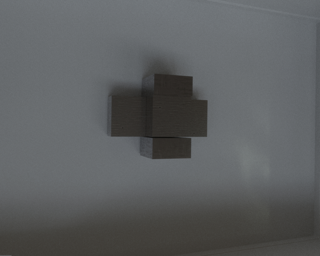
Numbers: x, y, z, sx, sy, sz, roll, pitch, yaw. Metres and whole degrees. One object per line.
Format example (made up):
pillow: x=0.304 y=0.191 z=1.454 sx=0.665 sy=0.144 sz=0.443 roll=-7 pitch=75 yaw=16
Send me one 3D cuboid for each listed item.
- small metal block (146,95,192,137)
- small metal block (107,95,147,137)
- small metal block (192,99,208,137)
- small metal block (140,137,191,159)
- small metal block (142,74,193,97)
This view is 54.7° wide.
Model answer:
small metal block: x=0.011 y=-0.014 z=0.385 sx=0.050 sy=0.025 sz=0.050 roll=1 pitch=90 yaw=-20
small metal block: x=-0.039 y=-0.014 z=0.394 sx=0.050 sy=0.025 sz=0.050 roll=1 pitch=90 yaw=-20
small metal block: x=0.036 y=-0.013 z=0.422 sx=0.050 sy=0.025 sz=0.050 roll=1 pitch=90 yaw=-20
small metal block: x=0.006 y=0.024 z=0.396 sx=0.050 sy=0.050 sz=0.025 roll=1 pitch=90 yaw=-20
small metal block: x=0.008 y=-0.052 z=0.398 sx=0.050 sy=0.050 sz=0.025 roll=1 pitch=90 yaw=-20
